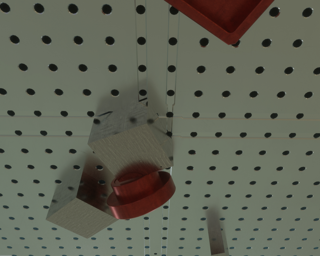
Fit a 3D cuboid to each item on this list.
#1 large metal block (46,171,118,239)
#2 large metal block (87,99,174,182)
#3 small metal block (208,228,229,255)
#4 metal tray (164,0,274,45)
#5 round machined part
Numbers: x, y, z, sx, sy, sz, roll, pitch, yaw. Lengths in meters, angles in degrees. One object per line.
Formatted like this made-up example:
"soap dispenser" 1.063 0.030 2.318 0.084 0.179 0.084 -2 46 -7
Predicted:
"large metal block" -0.121 0.127 0.502 0.080 0.050 0.080 -37 121 27
"large metal block" -0.035 0.019 0.411 0.080 0.050 0.080 -19 128 15
"small metal block" 0.113 0.228 0.590 0.025 0.050 0.050 -16 128 13
"metal tray" 0.045 -0.148 0.282 0.131 0.030 0.090 27 125 -22
"round machined part" -0.031 0.084 0.443 0.098 0.098 0.042 -19 101 15
